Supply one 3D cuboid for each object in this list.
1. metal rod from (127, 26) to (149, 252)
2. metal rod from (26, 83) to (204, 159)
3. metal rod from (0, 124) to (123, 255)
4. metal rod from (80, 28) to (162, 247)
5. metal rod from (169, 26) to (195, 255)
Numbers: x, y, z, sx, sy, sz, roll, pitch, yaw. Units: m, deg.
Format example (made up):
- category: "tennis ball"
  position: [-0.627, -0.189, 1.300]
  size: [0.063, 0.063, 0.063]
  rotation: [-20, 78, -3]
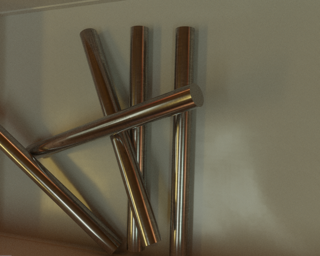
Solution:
- category: "metal rod"
  position: [-0.030, 0.014, 0.420]
  size: [0.025, 0.025, 0.298]
  rotation: [1, 90, 19]
- category: "metal rod"
  position: [-0.080, 0.003, 0.392]
  size: [0.300, 0.025, 0.025]
  rotation: [-17, 84, 36]
- category: "metal rod"
  position: [-0.172, 0.069, 0.447]
  size: [0.300, 0.025, 0.025]
  rotation: [42, 103, 6]
- category: "metal rod"
  position: [-0.056, 0.001, 0.407]
  size: [0.025, 0.025, 0.299]
  rotation: [-24, 74, 18]
- category: "metal rod"
  position: [0.028, 0.022, 0.399]
  size: [0.025, 0.025, 0.298]
  rotation: [2, 91, 19]
